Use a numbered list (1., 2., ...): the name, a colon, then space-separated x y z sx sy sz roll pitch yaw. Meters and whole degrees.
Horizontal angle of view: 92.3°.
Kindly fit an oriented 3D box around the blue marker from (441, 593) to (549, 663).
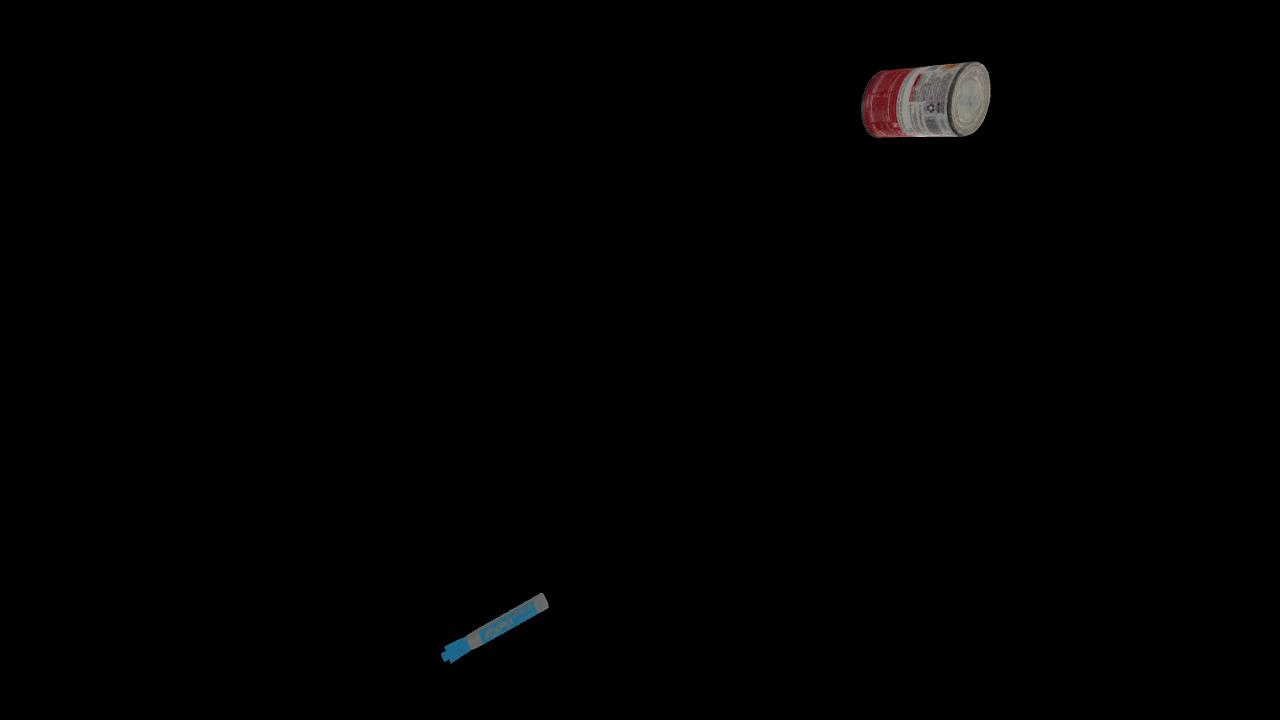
1. blue marker: -0.158 0.294 0.674 0.121 0.020 0.020 -22 10 -26

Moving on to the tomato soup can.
1. tomato soup can: 0.285 -0.259 0.617 0.068 0.068 0.101 0 16 -34
